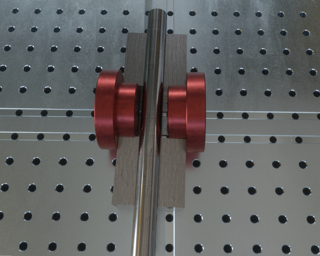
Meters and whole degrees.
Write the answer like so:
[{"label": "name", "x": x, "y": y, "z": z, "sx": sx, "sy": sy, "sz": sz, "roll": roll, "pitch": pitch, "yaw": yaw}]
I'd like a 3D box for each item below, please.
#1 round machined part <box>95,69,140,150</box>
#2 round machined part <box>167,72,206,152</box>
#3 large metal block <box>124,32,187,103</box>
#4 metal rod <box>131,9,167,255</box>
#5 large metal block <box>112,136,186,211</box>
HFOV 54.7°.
[{"label": "round machined part", "x": -0.048, "y": -0.022, "z": 0.380, "sx": 0.042, "sy": 0.098, "sz": 0.098, "roll": 2, "pitch": 70, "yaw": 1}, {"label": "round machined part", "x": 0.032, "y": -0.019, "z": 0.380, "sx": 0.042, "sy": 0.098, "sz": 0.098, "roll": 0, "pitch": 70, "yaw": 5}, {"label": "large metal block", "x": -0.005, "y": -0.082, "z": 0.428, "sx": 0.080, "sy": 0.050, "sz": 0.080, "roll": 2, "pitch": 70, "yaw": 0}, {"label": "metal rod", "x": -0.010, "y": -0.010, "z": 0.362, "sx": 0.025, "sy": 0.025, "sz": 0.299, "roll": 3, "pitch": 70, "yaw": 1}, {"label": "large metal block", "x": -0.011, "y": 0.057, "z": 0.377, "sx": 0.080, "sy": 0.050, "sz": 0.080, "roll": 3, "pitch": 70, "yaw": 1}]
